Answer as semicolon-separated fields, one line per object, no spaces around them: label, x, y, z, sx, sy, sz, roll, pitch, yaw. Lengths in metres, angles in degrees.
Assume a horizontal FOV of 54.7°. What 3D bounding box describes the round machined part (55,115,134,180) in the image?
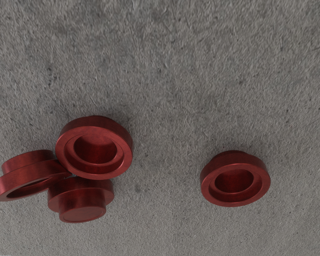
round machined part;-0.084;0.022;0.414;0.099;0.042;0.097;0;130;0

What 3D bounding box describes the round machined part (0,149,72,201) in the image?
round machined part;-0.176;0.062;0.426;0.099;0.042;0.098;-22;166;-5

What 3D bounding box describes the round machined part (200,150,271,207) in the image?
round machined part;0.108;0.071;0.457;0.099;0.042;0.097;0;130;0

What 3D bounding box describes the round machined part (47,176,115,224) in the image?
round machined part;-0.118;0.113;0.470;0.099;0.042;0.098;-11;148;-7
